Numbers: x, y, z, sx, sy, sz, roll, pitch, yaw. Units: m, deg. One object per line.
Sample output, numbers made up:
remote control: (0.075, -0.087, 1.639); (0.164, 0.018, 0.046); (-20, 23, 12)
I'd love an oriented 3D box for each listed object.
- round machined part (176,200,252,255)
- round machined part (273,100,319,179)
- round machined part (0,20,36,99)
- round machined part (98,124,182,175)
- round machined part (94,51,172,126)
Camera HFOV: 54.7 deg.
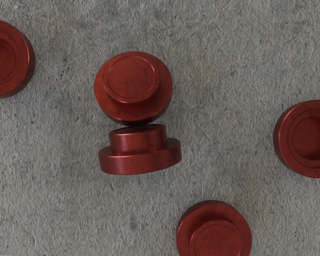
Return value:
round machined part: (0.071, 0.147, 0.402); (0.099, 0.042, 0.097); (0, 90, 0)
round machined part: (0.196, 0.014, 0.403); (0.099, 0.042, 0.097); (0, 90, 0)
round machined part: (-0.209, -0.086, 0.400); (0.099, 0.042, 0.097); (0, 90, 0)
round machined part: (-0.025, 0.021, 0.371); (0.099, 0.098, 0.042); (-7, 98, 0)
round machined part: (-0.034, -0.054, 0.387); (0.099, 0.042, 0.098); (0, 71, 1)
